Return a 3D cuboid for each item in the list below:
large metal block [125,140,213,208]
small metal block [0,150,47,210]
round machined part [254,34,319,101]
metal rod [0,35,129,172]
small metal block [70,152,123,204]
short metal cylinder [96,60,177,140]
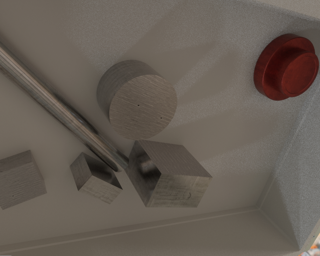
[{"bbox_3d":[0.009,0.061,0.417,0.081,0.080,0.050,10,113,-33],"label":"large metal block"},{"bbox_3d":[-0.165,0.059,0.356,0.050,0.025,0.050,-20,126,-17],"label":"small metal block"},{"bbox_3d":[0.190,-0.084,0.453,0.099,0.042,0.097,-14,125,-21],"label":"round machined part"},{"bbox_3d":[-0.125,-0.041,0.315,0.025,0.025,0.300,-40,130,-1],"label":"metal rod"},{"bbox_3d":[-0.080,0.063,0.389,0.025,0.050,0.050,-49,129,6],"label":"small metal block"},{"bbox_3d":[-0.027,-0.033,0.359,0.081,0.050,0.079,-14,125,-21],"label":"short metal cylinder"}]
